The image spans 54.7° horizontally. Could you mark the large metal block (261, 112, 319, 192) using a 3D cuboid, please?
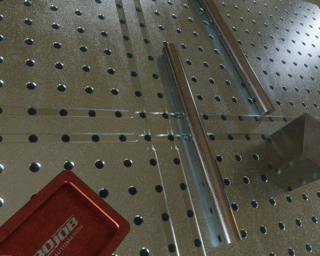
[{"bbox_3d":[0.202,0.037,0.459,0.050,0.080,0.080,32,52,-8],"label":"large metal block"}]

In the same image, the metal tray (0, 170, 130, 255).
[{"bbox_3d":[-0.101,0.113,0.281,0.090,0.030,0.131,42,51,1],"label":"metal tray"}]

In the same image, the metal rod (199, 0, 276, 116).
[{"bbox_3d":[0.130,-0.156,0.573,0.025,0.025,0.299,-9,66,-32],"label":"metal rod"}]

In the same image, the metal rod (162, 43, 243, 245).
[{"bbox_3d":[0.051,0.005,0.432,0.025,0.025,0.299,-1,62,-29],"label":"metal rod"}]
